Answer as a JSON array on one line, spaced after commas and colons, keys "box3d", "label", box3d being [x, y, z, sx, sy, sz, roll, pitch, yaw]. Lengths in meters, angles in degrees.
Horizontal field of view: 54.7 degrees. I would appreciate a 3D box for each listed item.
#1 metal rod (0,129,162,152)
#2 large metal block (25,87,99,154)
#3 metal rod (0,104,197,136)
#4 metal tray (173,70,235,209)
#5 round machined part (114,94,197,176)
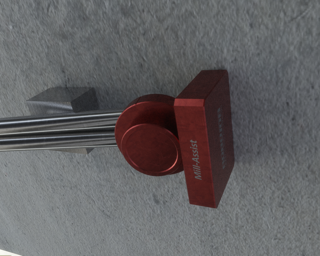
[{"box3d": [-0.087, 0.014, 0.403, 0.301, 0.025, 0.025, -3, 118, 15], "label": "metal rod"}, {"box3d": [-0.133, -0.012, 0.448, 0.080, 0.050, 0.079, 3, 120, 26], "label": "large metal block"}, {"box3d": [-0.091, -0.010, 0.390, 0.301, 0.025, 0.025, -4, 117, 15], "label": "metal rod"}, {"box3d": [0.054, 0.011, 0.343, 0.030, 0.090, 0.129, 4, 120, 26], "label": "metal tray"}, {"box3d": [-0.004, 0.015, 0.344, 0.098, 0.042, 0.097, 7, 122, 11], "label": "round machined part"}]
